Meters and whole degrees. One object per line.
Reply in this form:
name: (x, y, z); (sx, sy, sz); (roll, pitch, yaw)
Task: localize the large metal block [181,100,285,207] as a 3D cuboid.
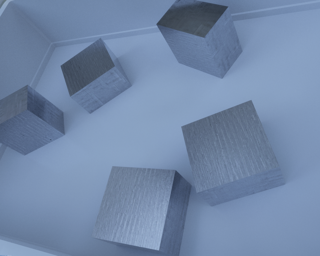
large metal block: (0.076, 0.028, 0.332); (0.080, 0.050, 0.080); (-21, 54, 15)

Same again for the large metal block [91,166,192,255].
large metal block: (-0.018, 0.091, 0.342); (0.080, 0.050, 0.080); (0, 61, 27)

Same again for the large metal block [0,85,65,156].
large metal block: (-0.209, -0.010, 0.483); (0.080, 0.080, 0.050); (-26, 53, 12)

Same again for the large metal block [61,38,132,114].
large metal block: (-0.102, -0.083, 0.492); (0.080, 0.050, 0.080); (-33, 52, 6)

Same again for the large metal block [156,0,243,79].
large metal block: (0.054, -0.120, 0.415); (0.080, 0.080, 0.050); (30, 78, 37)
